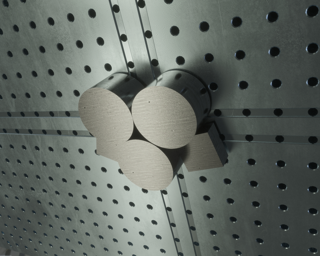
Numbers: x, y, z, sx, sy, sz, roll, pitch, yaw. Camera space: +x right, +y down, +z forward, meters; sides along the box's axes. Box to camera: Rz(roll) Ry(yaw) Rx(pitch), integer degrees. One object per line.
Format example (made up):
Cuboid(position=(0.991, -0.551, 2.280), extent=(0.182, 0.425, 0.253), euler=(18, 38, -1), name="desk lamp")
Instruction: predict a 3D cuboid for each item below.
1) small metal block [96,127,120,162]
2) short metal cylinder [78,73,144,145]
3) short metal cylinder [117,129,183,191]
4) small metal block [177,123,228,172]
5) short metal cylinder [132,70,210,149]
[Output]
Cuboid(position=(-0.065, 0.020, 0.453), extent=(0.050, 0.025, 0.050), euler=(19, 126, 17), name="small metal block")
Cuboid(position=(-0.058, -0.025, 0.405), extent=(0.080, 0.050, 0.079), euler=(13, 124, 21), name="short metal cylinder")
Cuboid(position=(-0.010, 0.037, 0.419), extent=(0.080, 0.050, 0.079), euler=(13, 124, 21), name="short metal cylinder")
Cuboid(position=(0.052, 0.026, 0.395), extent=(0.050, 0.025, 0.050), euler=(-15, 111, 34), name="small metal block")
Cuboid(position=(0.014, -0.022, 0.369), extent=(0.080, 0.050, 0.079), euler=(13, 124, 21), name="short metal cylinder")
